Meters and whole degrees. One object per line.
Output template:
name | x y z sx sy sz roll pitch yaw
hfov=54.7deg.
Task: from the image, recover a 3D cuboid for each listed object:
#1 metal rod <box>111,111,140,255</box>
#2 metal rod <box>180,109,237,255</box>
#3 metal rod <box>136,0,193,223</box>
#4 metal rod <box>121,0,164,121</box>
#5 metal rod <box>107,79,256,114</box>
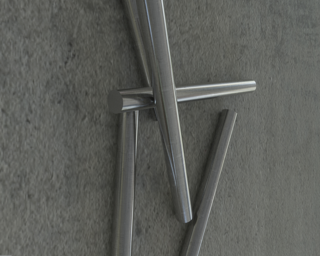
metal rod | -0.044 0.111 0.369 0.025 0.025 0.298 5 87 -40
metal rod | 0.066 0.111 0.462 0.025 0.025 0.299 31 71 -36
metal rod | 0.012 0.001 0.358 0.025 0.025 0.298 -36 131 -34
metal rod | -0.034 -0.154 0.377 0.025 0.025 0.298 -24 105 -38
metal rod | 0.055 -0.050 0.429 0.302 0.025 0.025 -13 99 -47
